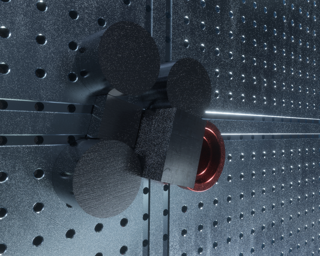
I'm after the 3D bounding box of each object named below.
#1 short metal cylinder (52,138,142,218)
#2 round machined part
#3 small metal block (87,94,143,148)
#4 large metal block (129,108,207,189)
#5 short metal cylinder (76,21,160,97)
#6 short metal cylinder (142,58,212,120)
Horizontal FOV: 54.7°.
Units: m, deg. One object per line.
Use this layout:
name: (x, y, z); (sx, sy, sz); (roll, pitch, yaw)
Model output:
short metal cylinder: (-0.067, 0.052, 0.336); (0.081, 0.050, 0.080); (0, 90, -40)
round machined part: (0.044, 0.037, 0.435); (0.099, 0.042, 0.097); (0, 90, -40)
small metal block: (-0.052, -0.007, 0.365); (0.050, 0.025, 0.050); (19, 78, -38)
large metal block: (0.002, 0.023, 0.371); (0.050, 0.080, 0.080); (20, 77, -38)
short metal cylinder: (-0.047, -0.075, 0.353); (0.081, 0.050, 0.080); (0, 90, -40)
short metal cylinder: (0.023, -0.049, 0.411); (0.081, 0.050, 0.080); (0, 90, -40)
